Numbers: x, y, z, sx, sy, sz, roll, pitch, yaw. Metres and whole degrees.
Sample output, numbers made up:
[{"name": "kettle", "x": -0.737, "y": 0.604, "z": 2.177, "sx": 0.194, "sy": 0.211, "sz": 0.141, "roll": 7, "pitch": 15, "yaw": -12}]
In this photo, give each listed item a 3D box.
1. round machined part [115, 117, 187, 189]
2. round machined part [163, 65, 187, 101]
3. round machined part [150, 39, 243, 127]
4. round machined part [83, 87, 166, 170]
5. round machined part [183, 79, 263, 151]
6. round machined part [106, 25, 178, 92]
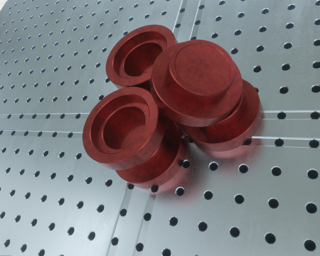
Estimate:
[{"name": "round machined part", "x": -0.019, "y": 0.024, "z": 0.395, "sx": 0.098, "sy": 0.042, "sz": 0.098, "roll": -13, "pitch": 56, "yaw": 21}, {"name": "round machined part", "x": 0.002, "y": -0.063, "z": 0.437, "sx": 0.098, "sy": 0.042, "sz": 0.098, "roll": -13, "pitch": 56, "yaw": 21}, {"name": "round machined part", "x": 0.040, "y": -0.054, "z": 0.328, "sx": 0.099, "sy": 0.042, "sz": 0.098, "roll": 3, "pitch": 65, "yaw": -6}, {"name": "round machined part", "x": -0.037, "y": 0.004, "z": 0.361, "sx": 0.098, "sy": 0.042, "sz": 0.098, "roll": -13, "pitch": 56, "yaw": 21}, {"name": "round machined part", "x": 0.071, "y": -0.024, "z": 0.376, "sx": 0.098, "sy": 0.042, "sz": 0.098, "roll": -13, "pitch": 56, "yaw": 21}, {"name": "round machined part", "x": -0.018, "y": -0.083, "z": 0.404, "sx": 0.098, "sy": 0.042, "sz": 0.098, "roll": -13, "pitch": 56, "yaw": 21}]
